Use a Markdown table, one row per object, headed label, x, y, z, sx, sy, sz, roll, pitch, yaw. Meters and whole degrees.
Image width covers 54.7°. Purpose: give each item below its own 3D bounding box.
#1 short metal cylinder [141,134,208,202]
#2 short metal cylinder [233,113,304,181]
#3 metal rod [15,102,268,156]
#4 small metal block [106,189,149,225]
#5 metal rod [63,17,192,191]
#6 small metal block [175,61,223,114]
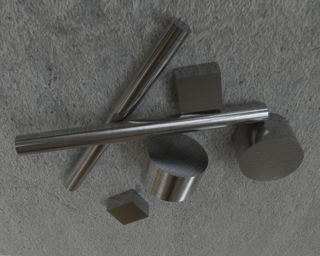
| label | x | y | z | sx | sy | sz | roll | pitch | yaw |
| --- | --- | --- | --- | --- | --- | --- | --- | --- | --- |
| short metal cylinder | 0.018 | 0.051 | 0.415 | 0.081 | 0.080 | 0.050 | 10 | 129 | -9 |
| short metal cylinder | 0.142 | 0.026 | 0.415 | 0.081 | 0.050 | 0.079 | 0 | 130 | 0 |
| metal rod | -0.018 | 0.000 | 0.379 | 0.302 | 0.025 | 0.025 | -8 | 130 | -5 |
| small metal block | -0.053 | 0.133 | 0.520 | 0.050 | 0.025 | 0.050 | -24 | 127 | 18 |
| metal rod | -0.058 | -0.009 | 0.398 | 0.025 | 0.025 | 0.298 | 26 | 126 | -20 |
| small metal block | 0.046 | -0.047 | 0.367 | 0.050 | 0.025 | 0.050 | -8 | 130 | 6 |
